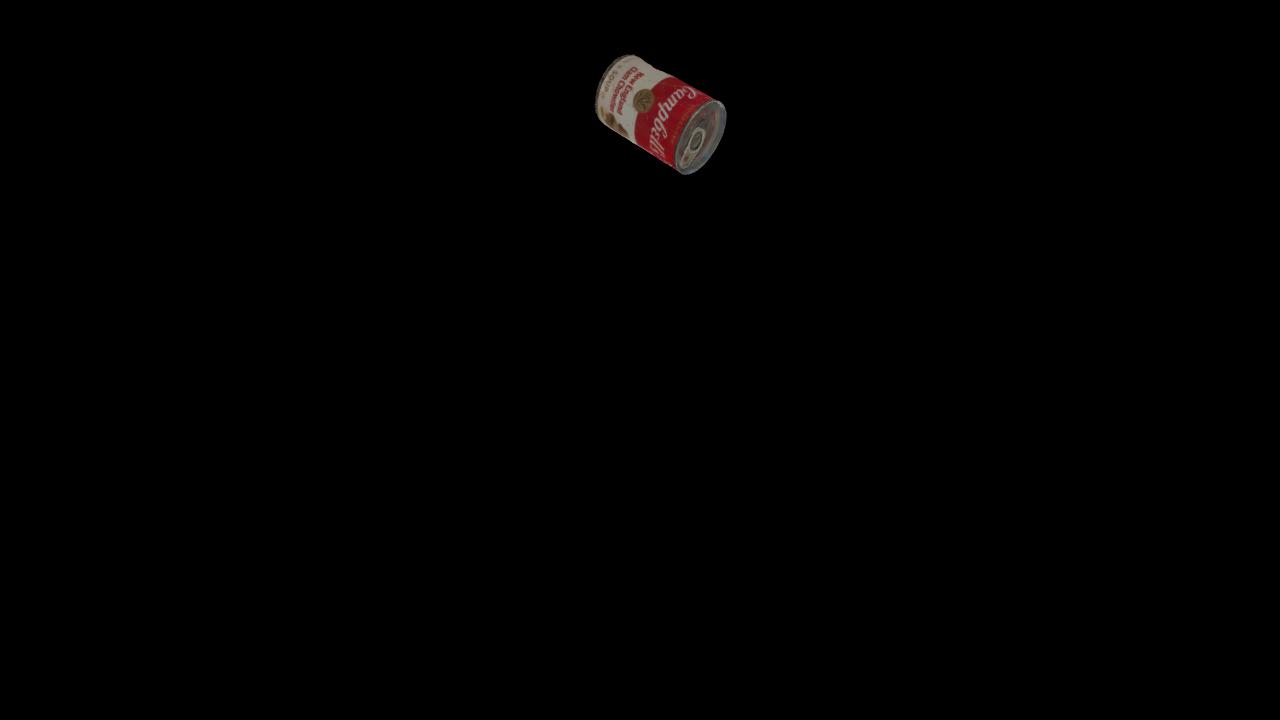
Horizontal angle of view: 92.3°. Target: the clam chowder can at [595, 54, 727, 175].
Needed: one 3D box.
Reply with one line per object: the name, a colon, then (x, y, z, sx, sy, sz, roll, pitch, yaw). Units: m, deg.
clam chowder can: (0.017, -0.221, 0.553, 0.102, 0.068, 0.068, 39, 17, 22)
